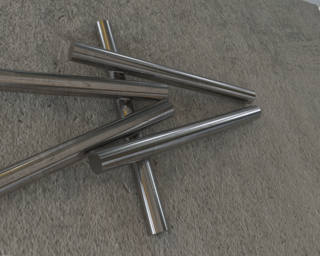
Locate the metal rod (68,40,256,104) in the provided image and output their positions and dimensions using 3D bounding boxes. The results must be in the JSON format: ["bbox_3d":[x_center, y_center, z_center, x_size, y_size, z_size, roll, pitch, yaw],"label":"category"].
[{"bbox_3d":[0.023,-0.072,0.442,0.302,0.025,0.025,9,58,-31],"label":"metal rod"}]

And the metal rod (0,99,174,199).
[{"bbox_3d":[-0.107,0.032,0.311,0.302,0.025,0.025,-26,76,-32],"label":"metal rod"}]

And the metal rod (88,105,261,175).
[{"bbox_3d":[0.045,0.005,0.408,0.302,0.025,0.025,-15,70,-41],"label":"metal rod"}]

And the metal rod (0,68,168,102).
[{"bbox_3d":[-0.135,-0.050,0.346,0.303,0.025,0.025,2,61,-21],"label":"metal rod"}]

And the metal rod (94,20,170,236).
[{"bbox_3d":[-0.042,-0.017,0.394,0.025,0.025,0.299,-3,63,-30],"label":"metal rod"}]
